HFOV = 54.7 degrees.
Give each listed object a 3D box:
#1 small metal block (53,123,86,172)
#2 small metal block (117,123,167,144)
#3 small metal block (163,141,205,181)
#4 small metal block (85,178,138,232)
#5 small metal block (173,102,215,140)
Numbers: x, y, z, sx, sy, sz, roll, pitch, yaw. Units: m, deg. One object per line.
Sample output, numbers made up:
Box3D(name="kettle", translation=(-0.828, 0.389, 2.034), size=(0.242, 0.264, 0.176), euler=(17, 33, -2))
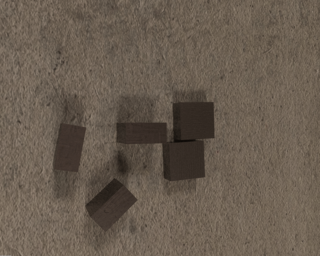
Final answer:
Box3D(name="small metal block", translation=(-0.105, 0.021, 0.357), size=(0.025, 0.050, 0.050), euler=(11, 86, -20))
Box3D(name="small metal block", translation=(-0.024, 0.006, 0.388), size=(0.050, 0.050, 0.025), euler=(0, 90, -20))
Box3D(name="small metal block", translation=(0.032, 0.043, 0.422), size=(0.050, 0.025, 0.050), euler=(-3, 91, -20))
Box3D(name="small metal block", translation=(-0.060, 0.091, 0.374), size=(0.050, 0.050, 0.025), euler=(-43, 104, -15))
Box3D(name="small metal block", translation=(0.046, -0.010, 0.427), size=(0.050, 0.025, 0.050), euler=(-2, 91, -20))
